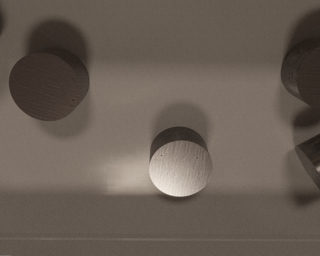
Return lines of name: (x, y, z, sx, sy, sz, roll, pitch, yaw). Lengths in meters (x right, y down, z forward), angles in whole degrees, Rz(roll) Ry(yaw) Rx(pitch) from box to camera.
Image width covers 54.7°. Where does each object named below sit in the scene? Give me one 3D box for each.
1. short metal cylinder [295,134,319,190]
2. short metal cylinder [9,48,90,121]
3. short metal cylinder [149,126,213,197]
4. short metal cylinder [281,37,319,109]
short metal cylinder: (0.222, 0.046, 0.402, 0.050, 0.080, 0.080, -31, 108, 10)
short metal cylinder: (-0.131, -0.054, 0.376, 0.081, 0.050, 0.079, 0, 110, -1)
short metal cylinder: (0.026, 0.044, 0.415, 0.081, 0.050, 0.079, 0, 110, -1)
short metal cylinder: (0.197, -0.067, 0.376, 0.081, 0.050, 0.079, 0, 110, -1)
